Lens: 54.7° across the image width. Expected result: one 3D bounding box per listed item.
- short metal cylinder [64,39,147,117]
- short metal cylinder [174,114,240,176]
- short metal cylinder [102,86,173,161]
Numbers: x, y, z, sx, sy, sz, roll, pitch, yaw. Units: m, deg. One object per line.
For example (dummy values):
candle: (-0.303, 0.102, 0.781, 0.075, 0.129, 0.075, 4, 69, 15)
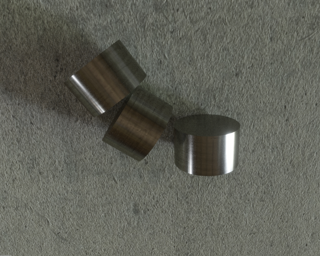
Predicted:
short metal cylinder: (-0.063, -0.057, 0.359, 0.080, 0.080, 0.050, -35, 107, 12)
short metal cylinder: (0.058, 0.019, 0.388, 0.080, 0.080, 0.050, -2, 110, 1)
short metal cylinder: (-0.028, -0.006, 0.378, 0.050, 0.080, 0.080, 31, 107, -11)
